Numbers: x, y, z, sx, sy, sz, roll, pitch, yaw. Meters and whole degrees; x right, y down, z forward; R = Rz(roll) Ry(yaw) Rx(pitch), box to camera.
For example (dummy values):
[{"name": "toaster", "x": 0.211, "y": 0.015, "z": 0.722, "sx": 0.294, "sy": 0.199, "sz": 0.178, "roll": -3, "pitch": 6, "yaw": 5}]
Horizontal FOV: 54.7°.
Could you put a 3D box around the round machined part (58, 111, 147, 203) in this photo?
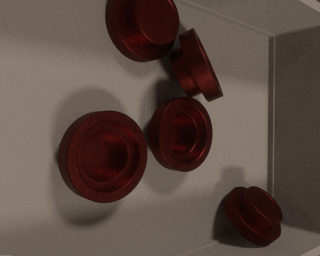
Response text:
[{"name": "round machined part", "x": -0.065, "y": 0.030, "z": 0.342, "sx": 0.099, "sy": 0.042, "sz": 0.097, "roll": 0, "pitch": 90, "yaw": -40}]

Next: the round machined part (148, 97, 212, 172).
[{"name": "round machined part", "x": 0.023, "y": 0.008, "z": 0.417, "sx": 0.099, "sy": 0.042, "sz": 0.097, "roll": 0, "pitch": 90, "yaw": -40}]

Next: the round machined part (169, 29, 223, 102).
[{"name": "round machined part", "x": 0.046, "y": -0.079, "z": 0.415, "sx": 0.098, "sy": 0.042, "sz": 0.098, "roll": 58, "pitch": 18, "yaw": -30}]

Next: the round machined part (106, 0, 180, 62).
[{"name": "round machined part", "x": -0.014, "y": -0.134, "z": 0.385, "sx": 0.099, "sy": 0.042, "sz": 0.097, "roll": -1, "pitch": 91, "yaw": -40}]

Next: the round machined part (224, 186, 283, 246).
[{"name": "round machined part", "x": 0.154, "y": 0.132, "z": 0.492, "sx": 0.099, "sy": 0.098, "sz": 0.042, "roll": 8, "pitch": 130, "yaw": -40}]
